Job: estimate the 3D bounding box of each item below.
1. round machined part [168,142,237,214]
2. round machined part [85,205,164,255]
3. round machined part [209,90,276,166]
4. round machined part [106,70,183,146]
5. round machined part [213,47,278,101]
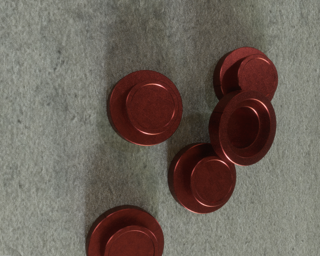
[{"bbox_3d":[0.064,0.069,0.425,0.099,0.042,0.097,0,90,-20],"label":"round machined part"},{"bbox_3d":[-0.040,0.149,0.386,0.099,0.042,0.097,0,90,-21],"label":"round machined part"},{"bbox_3d":[0.104,-0.002,0.412,0.099,0.042,0.097,-4,98,-28],"label":"round machined part"},{"bbox_3d":[-0.015,-0.026,0.395,0.099,0.042,0.097,0,90,-21],"label":"round machined part"},{"bbox_3d":[0.130,-0.070,0.450,0.099,0.042,0.097,0,90,-21],"label":"round machined part"}]
